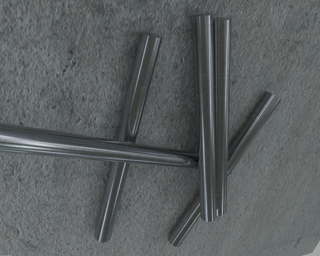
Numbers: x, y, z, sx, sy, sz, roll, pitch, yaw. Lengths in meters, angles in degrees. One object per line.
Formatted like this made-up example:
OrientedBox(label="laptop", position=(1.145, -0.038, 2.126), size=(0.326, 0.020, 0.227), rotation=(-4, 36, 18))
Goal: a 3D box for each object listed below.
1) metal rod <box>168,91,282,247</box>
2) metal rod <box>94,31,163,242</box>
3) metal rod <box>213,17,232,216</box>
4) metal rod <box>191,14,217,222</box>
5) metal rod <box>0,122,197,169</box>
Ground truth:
OrientedBox(label="metal rod", position=(0.099, 0.075, 0.506), size=(0.025, 0.025, 0.299), rotation=(21, 107, -36))
OrientedBox(label="metal rod", position=(-0.047, 0.029, 0.398), size=(0.025, 0.025, 0.298), rotation=(2, 118, -29))
OrientedBox(label="metal rod", position=(0.084, 0.002, 0.435), size=(0.025, 0.025, 0.298), rotation=(-16, 119, -20))
OrientedBox(label="metal rod", position=(0.062, 0.004, 0.418), size=(0.025, 0.025, 0.298), rotation=(-16, 118, -20))
OrientedBox(label="metal rod", position=(-0.043, 0.028, 0.361), size=(0.302, 0.025, 0.025), rotation=(12, 113, -46))
